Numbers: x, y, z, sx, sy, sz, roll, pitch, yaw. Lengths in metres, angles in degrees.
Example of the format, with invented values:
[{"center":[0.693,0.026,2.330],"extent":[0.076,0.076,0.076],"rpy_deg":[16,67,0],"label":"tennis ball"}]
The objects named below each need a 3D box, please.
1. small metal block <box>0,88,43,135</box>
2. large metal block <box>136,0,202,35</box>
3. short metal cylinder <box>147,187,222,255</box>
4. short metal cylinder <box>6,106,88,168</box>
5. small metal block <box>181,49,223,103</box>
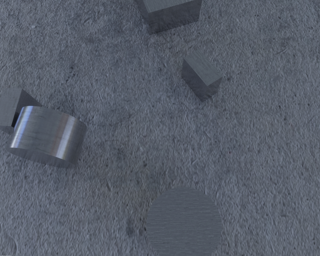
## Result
[{"center":[-0.181,-0.017,0.398],"extent":[0.025,0.050,0.050],"rpy_deg":[3,70,10],"label":"small metal block"},{"center":[0.009,-0.198,0.467],"extent":[0.080,0.050,0.080],"rpy_deg":[-18,71,-7],"label":"large metal block"},{"center":[0.026,0.111,0.354],"extent":[0.081,0.050,0.080],"rpy_deg":[0,70,0],"label":"short metal cylinder"},{"center":[-0.134,0.013,0.373],"extent":[0.080,0.080,0.050],"rpy_deg":[11,71,4],"label":"short metal cylinder"},{"center":[0.055,-0.070,0.421],"extent":[0.025,0.050,0.050],"rpy_deg":[-33,74,-11],"label":"small metal block"}]
